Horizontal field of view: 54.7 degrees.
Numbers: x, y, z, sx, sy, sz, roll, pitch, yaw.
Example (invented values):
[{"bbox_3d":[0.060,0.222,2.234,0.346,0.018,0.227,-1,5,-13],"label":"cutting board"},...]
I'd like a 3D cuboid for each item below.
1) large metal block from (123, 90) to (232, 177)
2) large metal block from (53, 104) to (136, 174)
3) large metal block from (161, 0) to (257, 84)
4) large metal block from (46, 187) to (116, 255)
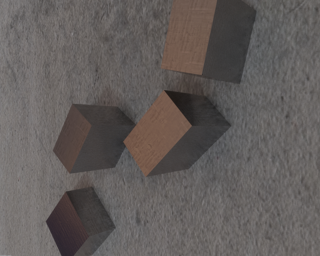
[{"bbox_3d":[0.020,0.007,0.351,0.080,0.081,0.050,-50,61,28],"label":"large metal block"},{"bbox_3d":[-0.093,0.014,0.443,0.050,0.081,0.080,43,116,31],"label":"large metal block"},{"bbox_3d":[0.053,-0.093,0.324,0.050,0.081,0.079,18,101,38],"label":"large metal block"},{"bbox_3d":[-0.128,0.153,0.491,0.080,0.050,0.080,52,120,27],"label":"large metal block"}]
